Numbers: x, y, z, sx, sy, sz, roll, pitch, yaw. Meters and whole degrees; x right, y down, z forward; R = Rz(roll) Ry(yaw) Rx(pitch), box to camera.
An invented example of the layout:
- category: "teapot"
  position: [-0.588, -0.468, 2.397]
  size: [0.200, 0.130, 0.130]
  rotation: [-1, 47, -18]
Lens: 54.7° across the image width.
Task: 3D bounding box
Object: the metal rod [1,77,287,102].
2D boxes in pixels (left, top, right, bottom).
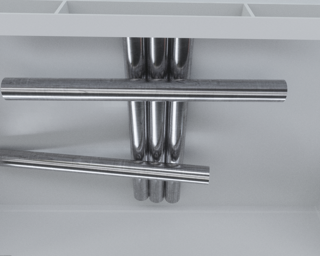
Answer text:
- category: "metal rod"
  position: [-0.016, -0.042, 0.339]
  size: [0.302, 0.025, 0.025]
  rotation: [0, 130, -1]

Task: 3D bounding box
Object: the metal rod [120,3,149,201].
- category: "metal rod"
  position: [-0.028, -0.006, 0.403]
  size: [0.025, 0.025, 0.298]
  rotation: [0, 130, -1]

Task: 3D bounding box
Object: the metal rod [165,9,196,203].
- category: "metal rod"
  position: [0.022, -0.001, 0.406]
  size: [0.025, 0.025, 0.298]
  rotation: [0, 130, -1]

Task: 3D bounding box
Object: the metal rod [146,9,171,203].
- category: "metal rod"
  position: [-0.004, -0.002, 0.406]
  size: [0.025, 0.025, 0.298]
  rotation: [0, 130, -1]

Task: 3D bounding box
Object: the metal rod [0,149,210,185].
- category: "metal rod"
  position: [-0.085, 0.053, 0.428]
  size: [0.302, 0.025, 0.025]
  rotation: [4, 130, 5]
